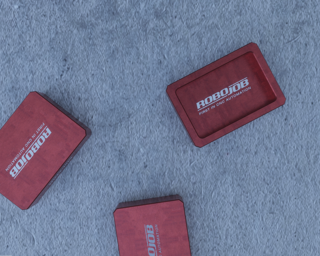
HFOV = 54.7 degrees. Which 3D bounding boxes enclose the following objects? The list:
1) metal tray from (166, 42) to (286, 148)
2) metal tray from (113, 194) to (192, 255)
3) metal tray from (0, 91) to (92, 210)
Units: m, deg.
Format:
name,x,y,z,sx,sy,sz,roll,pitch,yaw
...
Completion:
name,x,y,z,sx,sy,sz,roll,pitch,yaw
metal tray,0.084,-0.042,0.407,0.130,0.030,0.090,-28,90,0
metal tray,-0.006,0.160,0.407,0.091,0.030,0.129,-8,90,0
metal tray,-0.166,0.029,0.406,0.090,0.030,0.130,38,90,0
